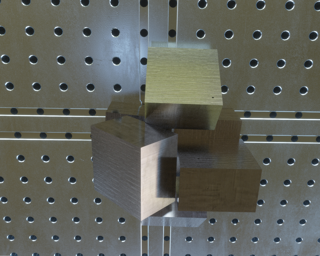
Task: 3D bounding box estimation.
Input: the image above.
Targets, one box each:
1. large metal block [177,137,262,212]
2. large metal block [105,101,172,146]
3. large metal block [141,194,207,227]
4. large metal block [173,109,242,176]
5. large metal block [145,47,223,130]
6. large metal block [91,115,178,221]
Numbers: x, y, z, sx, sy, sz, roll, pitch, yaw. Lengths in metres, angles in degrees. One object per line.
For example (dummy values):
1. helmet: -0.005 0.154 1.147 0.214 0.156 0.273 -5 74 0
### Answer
1. large metal block: 0.059 0.049 0.349 0.080 0.080 0.050 1 110 -1
2. large metal block: -0.029 0.014 0.405 0.080 0.050 0.079 6 110 -3
3. large metal block: 0.016 0.100 0.415 0.080 0.050 0.080 2 155 -1
4. large metal block: 0.056 0.018 0.407 0.080 0.050 0.079 3 110 -1
5. large metal block: 0.025 -0.046 0.360 0.080 0.080 0.050 2 148 -1
6. large metal block: -0.029 0.039 0.336 0.080 0.050 0.079 20 118 41
